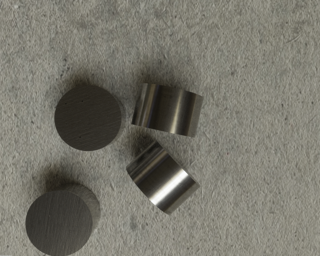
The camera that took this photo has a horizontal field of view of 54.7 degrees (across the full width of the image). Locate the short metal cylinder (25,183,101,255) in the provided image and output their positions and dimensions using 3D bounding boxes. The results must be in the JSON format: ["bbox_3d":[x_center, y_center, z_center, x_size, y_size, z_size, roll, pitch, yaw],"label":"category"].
[{"bbox_3d":[-0.121,0.114,0.396,0.081,0.050,0.080,0,90,0],"label":"short metal cylinder"}]

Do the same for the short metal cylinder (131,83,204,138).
[{"bbox_3d":[0.009,-0.021,0.382,0.080,0.080,0.050,12,90,0],"label":"short metal cylinder"}]

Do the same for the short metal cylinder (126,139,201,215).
[{"bbox_3d":[0.004,0.059,0.382,0.050,0.080,0.080,-44,90,0],"label":"short metal cylinder"}]

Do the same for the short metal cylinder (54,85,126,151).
[{"bbox_3d":[-0.086,-0.012,0.397,0.081,0.050,0.080,0,90,0],"label":"short metal cylinder"}]
